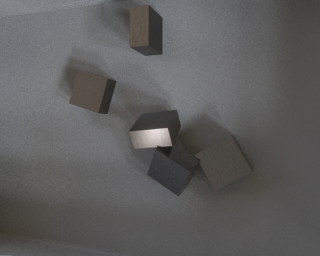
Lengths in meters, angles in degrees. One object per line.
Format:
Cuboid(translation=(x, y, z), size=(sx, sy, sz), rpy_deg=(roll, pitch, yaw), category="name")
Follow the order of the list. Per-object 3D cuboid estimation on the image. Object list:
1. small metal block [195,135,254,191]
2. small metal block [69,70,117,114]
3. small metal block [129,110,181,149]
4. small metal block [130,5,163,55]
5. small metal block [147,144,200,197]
Cuboid(translation=(0.079, 0.042, 0.382), size=(0.050, 0.025, 0.050), rpy_deg=(-32, 80, 17), category="small metal block")
Cuboid(translation=(-0.096, -0.051, 0.445), size=(0.050, 0.025, 0.050), rpy_deg=(19, 96, 19), category="small metal block")
Cuboid(translation=(-0.005, 0.001, 0.396), size=(0.050, 0.050, 0.025), rpy_deg=(-5, 117, 20), category="small metal block")
Cuboid(translation=(-0.017, -0.125, 0.403), size=(0.025, 0.050, 0.050), rpy_deg=(0, 90, 20), category="small metal block")
Cuboid(translation=(0.016, 0.051, 0.393), size=(0.050, 0.025, 0.050), rpy_deg=(32, 133, 17), category="small metal block")
